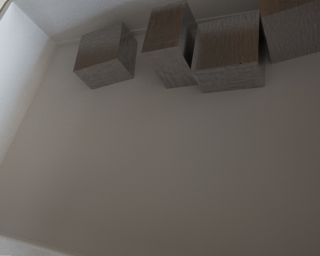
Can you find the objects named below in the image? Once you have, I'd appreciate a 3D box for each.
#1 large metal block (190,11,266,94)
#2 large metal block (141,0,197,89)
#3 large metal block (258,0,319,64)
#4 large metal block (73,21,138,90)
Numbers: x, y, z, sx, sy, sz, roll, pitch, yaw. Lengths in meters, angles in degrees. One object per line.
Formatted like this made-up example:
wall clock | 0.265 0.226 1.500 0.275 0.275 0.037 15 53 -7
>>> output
large metal block | 0.091 -0.096 0.401 0.080 0.050 0.080 -4 60 26
large metal block | 0.022 -0.112 0.428 0.050 0.080 0.080 -4 60 26
large metal block | 0.164 -0.130 0.364 0.080 0.080 0.050 -12 57 21
large metal block | -0.087 -0.118 0.508 0.080 0.050 0.080 -11 57 22
